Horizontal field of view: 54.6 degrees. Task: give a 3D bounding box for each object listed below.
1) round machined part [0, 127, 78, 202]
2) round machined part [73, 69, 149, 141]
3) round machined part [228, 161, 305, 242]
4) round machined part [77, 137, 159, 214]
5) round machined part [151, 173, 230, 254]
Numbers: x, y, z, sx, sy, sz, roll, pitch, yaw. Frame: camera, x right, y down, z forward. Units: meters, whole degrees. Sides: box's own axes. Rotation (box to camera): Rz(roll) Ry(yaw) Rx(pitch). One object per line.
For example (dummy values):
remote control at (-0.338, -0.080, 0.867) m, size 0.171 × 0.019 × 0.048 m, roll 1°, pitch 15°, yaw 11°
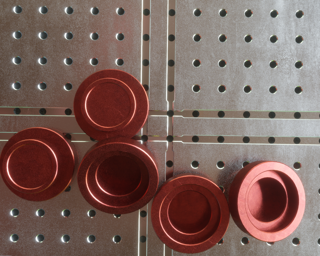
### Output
round machined part at (-0.161, 0.048, 0.404) m, size 0.099 × 0.042 × 0.097 m, roll 0°, pitch 90°, yaw 0°
round machined part at (-0.064, -0.028, 0.404) m, size 0.099 × 0.042 × 0.097 m, roll 0°, pitch 90°, yaw 0°
round machined part at (0.131, 0.091, 0.397) m, size 0.099 × 0.042 × 0.098 m, roll 1°, pitch 86°, yaw -17°
round machined part at (-0.052, 0.057, 0.396) m, size 0.099 × 0.042 × 0.097 m, roll -1°, pitch 108°, yaw -3°
round machined part at (0.038, 0.107, 0.405) m, size 0.099 × 0.042 × 0.097 m, roll 0°, pitch 90°, yaw 0°
